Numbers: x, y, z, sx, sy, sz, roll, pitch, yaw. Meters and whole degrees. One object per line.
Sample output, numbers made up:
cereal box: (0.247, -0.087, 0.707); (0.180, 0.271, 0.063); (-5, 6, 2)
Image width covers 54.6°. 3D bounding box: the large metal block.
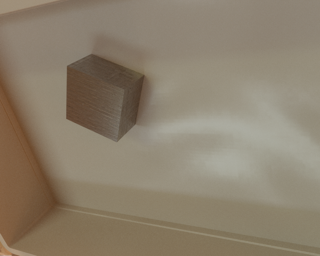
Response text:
large metal block: (-0.074, -0.040, 0.407); (0.080, 0.050, 0.079); (24, 127, 14)
